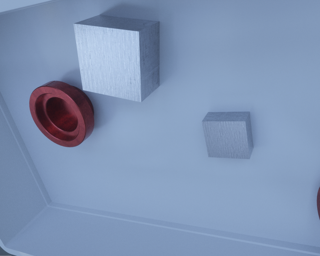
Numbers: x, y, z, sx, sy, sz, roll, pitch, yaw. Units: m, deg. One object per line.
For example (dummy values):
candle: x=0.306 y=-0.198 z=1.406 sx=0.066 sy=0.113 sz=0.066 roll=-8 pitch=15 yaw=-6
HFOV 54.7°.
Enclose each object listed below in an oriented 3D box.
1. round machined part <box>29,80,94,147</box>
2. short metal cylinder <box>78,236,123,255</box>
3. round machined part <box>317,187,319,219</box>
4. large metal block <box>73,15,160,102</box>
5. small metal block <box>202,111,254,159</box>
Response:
round machined part: x=-0.137 y=-0.024 z=0.453 sx=0.098 sy=0.042 sz=0.097 roll=13 pitch=124 yaw=20
short metal cylinder: x=-0.121 y=0.265 z=0.620 sx=0.080 sy=0.050 sz=0.079 roll=13 pitch=124 yaw=20
round machined part: x=0.213 y=0.095 z=0.321 sx=0.042 sy=0.098 sz=0.097 roll=-11 pitch=119 yaw=-6
large metal block: x=-0.047 y=-0.084 z=0.364 sx=0.080 sy=0.050 sz=0.079 roll=13 pitch=124 yaw=20
small metal block: x=0.082 y=0.008 z=0.370 sx=0.050 sy=0.025 sz=0.050 roll=0 pitch=119 yaw=27
